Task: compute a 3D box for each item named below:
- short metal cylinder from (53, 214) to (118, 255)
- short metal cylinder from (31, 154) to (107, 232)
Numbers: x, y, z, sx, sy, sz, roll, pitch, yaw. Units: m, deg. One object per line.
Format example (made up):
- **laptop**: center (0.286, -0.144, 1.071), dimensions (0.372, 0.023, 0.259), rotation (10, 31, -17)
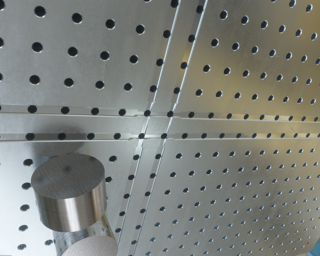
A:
- **short metal cylinder**: center (-0.106, 0.163, 0.438), dimensions (0.081, 0.050, 0.079), rotation (-14, 124, -21)
- **short metal cylinder**: center (-0.104, 0.074, 0.364), dimensions (0.081, 0.080, 0.050), rotation (-12, 124, -22)
